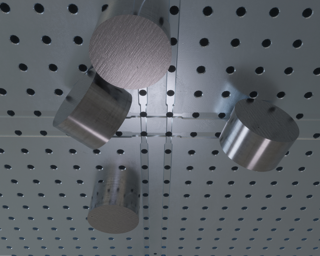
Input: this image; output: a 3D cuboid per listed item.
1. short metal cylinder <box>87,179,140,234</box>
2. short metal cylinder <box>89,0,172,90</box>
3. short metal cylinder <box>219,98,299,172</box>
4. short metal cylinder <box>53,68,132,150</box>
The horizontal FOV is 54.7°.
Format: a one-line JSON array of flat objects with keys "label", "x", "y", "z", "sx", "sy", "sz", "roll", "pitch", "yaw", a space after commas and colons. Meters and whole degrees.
[{"label": "short metal cylinder", "x": -0.073, "y": 0.128, "z": 0.504, "sx": 0.081, "sy": 0.050, "sz": 0.079, "roll": 0, "pitch": 130, "yaw": 0}, {"label": "short metal cylinder", "x": -0.029, "y": -0.087, "z": 0.321, "sx": 0.081, "sy": 0.050, "sz": 0.079, "roll": 0, "pitch": 130, "yaw": 0}, {"label": "short metal cylinder", "x": 0.121, "y": 0.007, "z": 0.383, "sx": 0.081, "sy": 0.080, "sz": 0.050, "roll": 11, "pitch": 129, "yaw": -9}, {"label": "short metal cylinder", "x": -0.077, "y": -0.022, "z": 0.356, "sx": 0.050, "sy": 0.080, "sz": 0.080, "roll": 36, "pitch": 121, "yaw": -27}]
